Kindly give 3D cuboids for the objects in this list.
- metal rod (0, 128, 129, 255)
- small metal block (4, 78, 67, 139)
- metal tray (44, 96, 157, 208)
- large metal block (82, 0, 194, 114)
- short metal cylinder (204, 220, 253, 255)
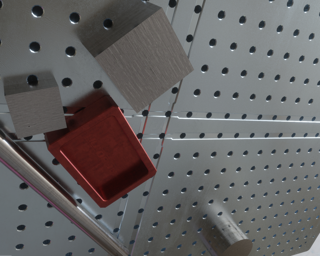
[{"bbox_3d":[-0.120,0.105,0.411,0.025,0.025,0.299,-35,129,-6],"label":"metal rod"},{"bbox_3d":[-0.131,-0.021,0.327,0.050,0.025,0.050,-14,125,-21],"label":"small metal block"},{"bbox_3d":[-0.069,0.034,0.392,0.090,0.030,0.130,-33,129,-7],"label":"metal tray"},{"bbox_3d":[-0.022,-0.077,0.336,0.080,0.050,0.080,-38,130,-3],"label":"large metal block"},{"bbox_3d":[0.136,0.232,0.616,0.081,0.050,0.079,-14,124,-21],"label":"short metal cylinder"}]
